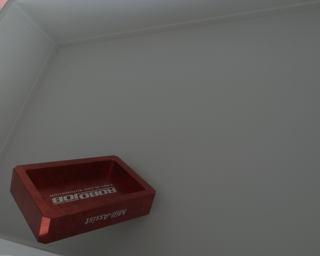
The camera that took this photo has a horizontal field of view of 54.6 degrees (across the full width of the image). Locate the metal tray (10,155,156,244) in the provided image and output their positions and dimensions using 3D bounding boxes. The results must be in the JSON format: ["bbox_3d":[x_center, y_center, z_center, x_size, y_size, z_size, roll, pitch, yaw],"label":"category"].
[{"bbox_3d":[-0.081,0.070,0.340,0.090,0.131,0.030,34,116,41],"label":"metal tray"}]
